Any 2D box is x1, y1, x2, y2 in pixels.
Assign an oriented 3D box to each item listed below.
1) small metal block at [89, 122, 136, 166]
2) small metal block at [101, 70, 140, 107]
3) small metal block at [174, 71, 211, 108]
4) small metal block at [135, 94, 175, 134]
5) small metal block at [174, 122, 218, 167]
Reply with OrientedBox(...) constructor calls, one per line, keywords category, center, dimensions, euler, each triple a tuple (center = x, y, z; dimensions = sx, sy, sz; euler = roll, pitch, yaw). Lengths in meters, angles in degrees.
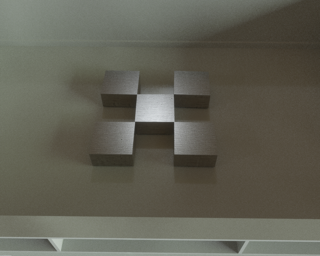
OrientedBox(category="small metal block", center=(-0.057, 0.019, 0.386), dimensions=(0.050, 0.025, 0.050), euler=(1, 50, 0))
OrientedBox(category="small metal block", center=(-0.056, -0.058, 0.450), dimensions=(0.050, 0.025, 0.050), euler=(1, 50, 1))
OrientedBox(category="small metal block", center=(0.045, -0.057, 0.450), dimensions=(0.050, 0.025, 0.050), euler=(2, 50, 1))
OrientedBox(category="small metal block", center=(-0.006, -0.019, 0.418), dimensions=(0.050, 0.025, 0.050), euler=(0, 50, 0))
OrientedBox(category="small metal block", center=(0.043, 0.020, 0.385), dimensions=(0.050, 0.025, 0.050), euler=(1, 50, 1))
